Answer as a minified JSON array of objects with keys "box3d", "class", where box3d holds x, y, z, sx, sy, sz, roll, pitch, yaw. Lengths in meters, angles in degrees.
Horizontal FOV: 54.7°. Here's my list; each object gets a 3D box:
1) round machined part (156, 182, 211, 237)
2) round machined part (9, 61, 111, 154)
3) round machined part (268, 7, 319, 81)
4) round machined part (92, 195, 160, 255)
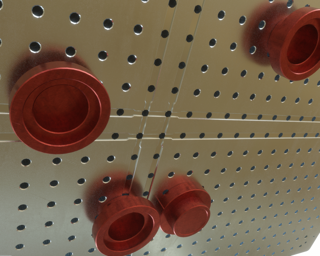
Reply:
[{"box3d":[0.044,0.141,0.514,0.099,0.042,0.097,-14,125,-21],"class":"round machined part"},{"box3d":[-0.106,-0.024,0.328,0.099,0.042,0.097,-14,125,-21],"class":"round machined part"},{"box3d":[0.192,-0.119,0.434,0.099,0.042,0.097,-14,125,-21],"class":"round machined part"},{"box3d":[-0.053,0.139,0.459,0.099,0.042,0.097,-14,124,-21],"class":"round machined part"}]
